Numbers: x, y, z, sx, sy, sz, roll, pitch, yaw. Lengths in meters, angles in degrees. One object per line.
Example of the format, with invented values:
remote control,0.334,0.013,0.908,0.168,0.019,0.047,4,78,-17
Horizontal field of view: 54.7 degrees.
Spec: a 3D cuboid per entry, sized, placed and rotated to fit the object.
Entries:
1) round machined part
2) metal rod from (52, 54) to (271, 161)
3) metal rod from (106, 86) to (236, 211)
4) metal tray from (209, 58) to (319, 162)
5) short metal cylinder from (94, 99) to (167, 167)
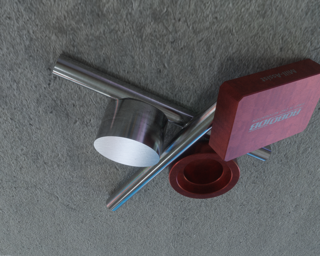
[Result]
round machined part,0.061,0.055,0.445,0.099,0.042,0.097,0,130,0
metal rod,0.017,-0.018,0.394,0.302,0.025,0.025,22,127,-18
metal rod,0.003,0.042,0.422,0.025,0.025,0.298,26,132,-21
metal tray,0.123,-0.021,0.352,0.131,0.030,0.089,-17,134,-23
short metal cylinder,-0.035,0.008,0.382,0.080,0.050,0.080,10,151,6
